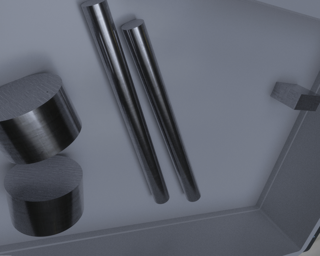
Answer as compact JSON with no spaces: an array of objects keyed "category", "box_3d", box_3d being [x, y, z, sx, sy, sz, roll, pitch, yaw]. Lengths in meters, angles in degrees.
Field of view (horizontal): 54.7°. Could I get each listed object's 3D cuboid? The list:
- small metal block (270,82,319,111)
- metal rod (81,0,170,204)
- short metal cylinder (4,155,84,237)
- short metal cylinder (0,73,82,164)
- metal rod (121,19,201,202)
[{"category":"small metal block","box_3d":[0.211,-0.049,0.480,0.050,0.050,0.025,1,118,-29]},{"category":"metal rod","box_3d":[-0.031,-0.007,0.388,0.025,0.025,0.298,-26,128,-13]},{"category":"short metal cylinder","box_3d":[-0.128,0.074,0.350,0.081,0.080,0.050,-9,122,-24]},{"category":"short metal cylinder","box_3d":[-0.124,-0.011,0.299,0.080,0.080,0.050,-25,128,-13]},{"category":"metal rod","box_3d":[0.013,0.001,0.417,0.025,0.025,0.299,-29,129,-10]}]
